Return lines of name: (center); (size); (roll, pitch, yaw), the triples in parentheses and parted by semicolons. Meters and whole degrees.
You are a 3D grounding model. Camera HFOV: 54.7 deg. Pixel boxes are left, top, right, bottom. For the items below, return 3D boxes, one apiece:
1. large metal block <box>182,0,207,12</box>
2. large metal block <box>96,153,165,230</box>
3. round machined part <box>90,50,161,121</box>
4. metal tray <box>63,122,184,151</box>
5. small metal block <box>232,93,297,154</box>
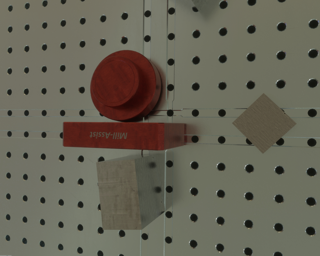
large metal block: (0.036, -0.209, 0.386); (0.080, 0.050, 0.080); (40, 102, 15)
large metal block: (-0.034, 0.077, 0.395); (0.050, 0.080, 0.080); (-7, 88, 20)
round machined part: (-0.052, -0.058, 0.417); (0.098, 0.042, 0.097); (-2, 83, 19)
metal tray: (-0.043, 0.008, 0.393); (0.130, 0.090, 0.030); (1, 91, 20)
small metal block: (0.124, -0.005, 0.369); (0.050, 0.025, 0.050); (-46, 76, 14)
